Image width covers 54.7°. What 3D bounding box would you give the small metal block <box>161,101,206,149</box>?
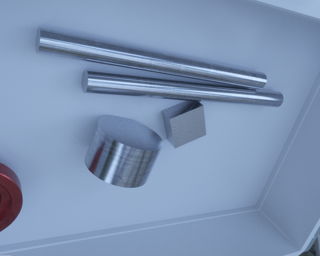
[{"bbox_3d":[0.034,-0.007,0.425,0.050,0.025,0.050,-23,127,-15],"label":"small metal block"}]

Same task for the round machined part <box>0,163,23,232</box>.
[{"bbox_3d":[-0.203,0.071,0.332,0.099,0.042,0.097,-14,125,-21],"label":"round machined part"}]

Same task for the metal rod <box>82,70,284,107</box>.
[{"bbox_3d":[0.051,-0.047,0.408,0.303,0.025,0.025,1,118,-30],"label":"metal rod"}]

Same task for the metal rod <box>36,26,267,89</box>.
[{"bbox_3d":[0.014,-0.076,0.370,0.303,0.025,0.025,3,117,-31],"label":"metal rod"}]

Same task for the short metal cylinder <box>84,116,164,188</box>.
[{"bbox_3d":[-0.043,0.026,0.367,0.081,0.080,0.050,10,113,-33],"label":"short metal cylinder"}]
